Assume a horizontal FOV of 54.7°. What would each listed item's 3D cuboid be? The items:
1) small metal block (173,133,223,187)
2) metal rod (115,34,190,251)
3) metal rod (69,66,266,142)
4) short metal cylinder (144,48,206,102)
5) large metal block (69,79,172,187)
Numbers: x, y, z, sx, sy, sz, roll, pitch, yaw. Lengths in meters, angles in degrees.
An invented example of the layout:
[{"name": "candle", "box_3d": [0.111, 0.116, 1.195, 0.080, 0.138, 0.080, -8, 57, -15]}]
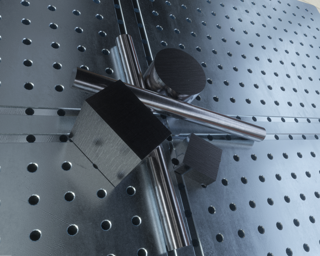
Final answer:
[{"name": "small metal block", "box_3d": [0.051, 0.042, 0.413, 0.050, 0.025, 0.050, 29, 52, -10]}, {"name": "metal rod", "box_3d": [-0.016, 0.001, 0.400, 0.025, 0.025, 0.299, -2, 63, -29]}, {"name": "metal rod", "box_3d": [0.031, -0.023, 0.416, 0.302, 0.025, 0.025, 15, 56, -29]}, {"name": "short metal cylinder", "box_3d": [0.018, -0.067, 0.444, 0.081, 0.050, 0.080, 14, 56, -21]}, {"name": "large metal block", "box_3d": [-0.047, 0.008, 0.342, 0.080, 0.080, 0.050, 46, 51, 4]}]
